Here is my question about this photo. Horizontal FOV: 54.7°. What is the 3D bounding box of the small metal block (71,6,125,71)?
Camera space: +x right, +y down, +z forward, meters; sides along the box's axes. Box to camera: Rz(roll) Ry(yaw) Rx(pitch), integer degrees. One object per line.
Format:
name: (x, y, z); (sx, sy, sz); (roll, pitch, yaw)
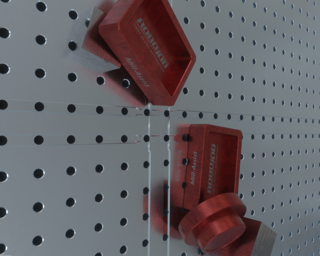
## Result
small metal block: (-0.066, -0.100, 0.353); (0.050, 0.025, 0.050); (22, 76, -38)

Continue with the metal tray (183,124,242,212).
metal tray: (0.083, 0.063, 0.475); (0.091, 0.030, 0.129); (9, 84, -40)

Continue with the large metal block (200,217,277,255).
large metal block: (0.119, 0.181, 0.473); (0.050, 0.080, 0.080); (41, 65, -33)

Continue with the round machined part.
round machined part: (0.079, 0.137, 0.429); (0.099, 0.042, 0.097); (-19, 140, -16)

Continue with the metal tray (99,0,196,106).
metal tray: (-0.007, -0.100, 0.376); (0.130, 0.030, 0.090); (52, 54, -42)
